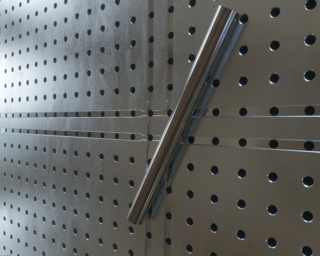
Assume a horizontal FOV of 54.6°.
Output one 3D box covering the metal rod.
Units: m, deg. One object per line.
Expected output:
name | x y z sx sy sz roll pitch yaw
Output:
metal rod | 0.021 -0.002 0.392 0.025 0.025 0.298 36 112 34
